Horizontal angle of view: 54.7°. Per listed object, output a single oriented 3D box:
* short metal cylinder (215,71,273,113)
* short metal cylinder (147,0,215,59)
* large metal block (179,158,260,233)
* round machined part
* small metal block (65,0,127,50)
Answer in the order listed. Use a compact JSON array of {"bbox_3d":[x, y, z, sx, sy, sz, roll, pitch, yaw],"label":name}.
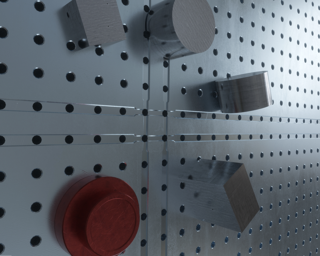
[{"bbox_3d":[0.131,-0.057,0.486,0.081,0.080,0.050,-21,103,-38],"label":"short metal cylinder"},{"bbox_3d":[0.029,-0.137,0.419,0.081,0.050,0.079,0,90,-40],"label":"short metal cylinder"},{"bbox_3d":[0.086,0.094,0.448,0.050,0.080,0.080,-37,113,-34],"label":"large metal block"},{"bbox_3d":[-0.062,0.104,0.348,0.099,0.042,0.097,0,90,-40],"label":"round machined part"},{"bbox_3d":[-0.071,-0.119,0.350,0.050,0.025,0.050,-24,106,-38],"label":"small metal block"}]
